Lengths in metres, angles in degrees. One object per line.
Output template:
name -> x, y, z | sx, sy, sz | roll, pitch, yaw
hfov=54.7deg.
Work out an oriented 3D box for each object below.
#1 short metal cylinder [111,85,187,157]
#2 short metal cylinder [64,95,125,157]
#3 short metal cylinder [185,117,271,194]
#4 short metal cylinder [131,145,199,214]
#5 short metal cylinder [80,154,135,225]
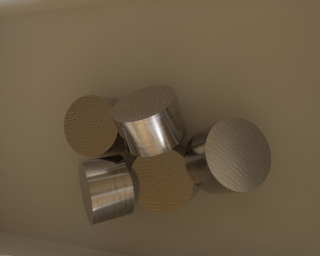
short metal cylinder -> -0.013, -0.010, 0.375 | 0.080, 0.080, 0.050 | -8, 123, 19
short metal cylinder -> -0.081, -0.003, 0.422 | 0.080, 0.050, 0.079 | 0, 90, 19
short metal cylinder -> 0.075, 0.033, 0.347 | 0.081, 0.050, 0.080 | 5, 74, -19
short metal cylinder -> 0.009, 0.062, 0.392 | 0.080, 0.050, 0.079 | 0, 90, 19
short metal cylinder -> -0.070, 0.077, 0.396 | 0.050, 0.080, 0.080 | -9, 86, -23
